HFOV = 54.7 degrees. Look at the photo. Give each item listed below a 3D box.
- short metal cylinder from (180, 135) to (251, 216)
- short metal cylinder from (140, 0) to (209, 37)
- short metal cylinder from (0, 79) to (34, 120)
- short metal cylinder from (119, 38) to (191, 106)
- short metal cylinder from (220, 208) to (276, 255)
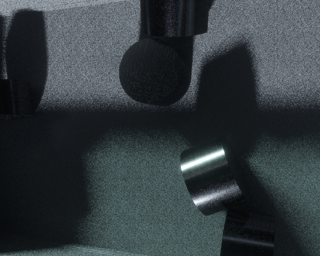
[{"bbox_3d":[0.065,0.055,0.358,0.050,0.080,0.080,-24,82,18],"label":"short metal cylinder"},{"bbox_3d":[0.017,-0.142,0.368,0.080,0.080,0.050,9,119,19],"label":"short metal cylinder"},{"bbox_3d":[-0.235,-0.040,0.464,0.080,0.080,0.050,-6,88,20],"label":"short metal cylinder"},{"bbox_3d":[-0.005,-0.069,0.399,0.080,0.050,0.080,0,90,20],"label":"short metal cylinder"},{"bbox_3d":[0.099,0.133,0.346,0.050,0.080,0.079,5,92,20],"label":"short metal cylinder"}]
